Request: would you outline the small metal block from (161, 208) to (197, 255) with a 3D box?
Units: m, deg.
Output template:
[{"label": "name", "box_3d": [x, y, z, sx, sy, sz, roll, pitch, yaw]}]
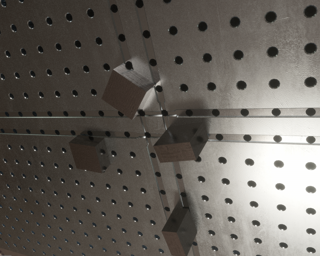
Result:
[{"label": "small metal block", "box_3d": [0.031, 0.160, 0.476, 0.025, 0.050, 0.050, -6, 116, 31]}]

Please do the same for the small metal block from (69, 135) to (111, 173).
[{"label": "small metal block", "box_3d": [-0.111, 0.041, 0.493, 0.050, 0.025, 0.050, 6, 121, 24]}]

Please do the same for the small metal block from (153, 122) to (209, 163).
[{"label": "small metal block", "box_3d": [0.027, 0.018, 0.391, 0.050, 0.050, 0.025, -8, 114, 31]}]

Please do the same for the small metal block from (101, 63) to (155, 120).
[{"label": "small metal block", "box_3d": [-0.042, -0.047, 0.403, 0.050, 0.025, 0.050, 35, 129, 5]}]
